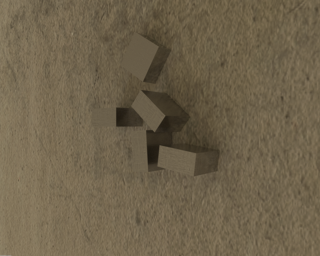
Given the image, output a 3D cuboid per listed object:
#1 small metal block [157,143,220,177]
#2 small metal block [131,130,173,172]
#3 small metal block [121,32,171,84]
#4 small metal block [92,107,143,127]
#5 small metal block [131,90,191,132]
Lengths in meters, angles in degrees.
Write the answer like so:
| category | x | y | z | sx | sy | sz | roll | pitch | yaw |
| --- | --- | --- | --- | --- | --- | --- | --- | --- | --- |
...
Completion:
| category | x | y | z | sx | sy | sz | roll | pitch | yaw |
| --- | --- | --- | --- | --- | --- | --- | --- | --- | --- |
| small metal block | 0.034 | 0.035 | 0.359 | 0.050 | 0.050 | 0.025 | 10 | 97 | 39 |
| small metal block | -0.009 | 0.028 | 0.394 | 0.025 | 0.050 | 0.050 | -5 | 87 | 40 |
| small metal block | -0.020 | -0.095 | 0.420 | 0.050 | 0.025 | 0.050 | 40 | 114 | 32 |
| small metal block | -0.060 | -0.014 | 0.436 | 0.050 | 0.050 | 0.025 | 0 | 90 | 39 |
| small metal block | 0.001 | -0.021 | 0.386 | 0.050 | 0.050 | 0.025 | 48 | 118 | 29 |
